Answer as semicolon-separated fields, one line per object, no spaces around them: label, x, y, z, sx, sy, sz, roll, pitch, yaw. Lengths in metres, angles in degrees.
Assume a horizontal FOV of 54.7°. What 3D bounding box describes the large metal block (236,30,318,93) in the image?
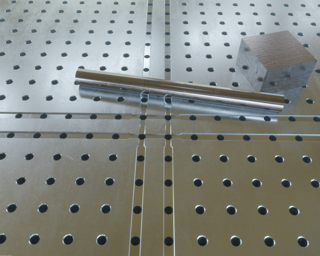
large metal block;0.176;-0.102;0.479;0.081;0.050;0.080;-12;51;-11

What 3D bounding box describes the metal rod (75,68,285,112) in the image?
metal rod;0.024;-0.056;0.455;0.302;0.025;0.025;8;51;6
